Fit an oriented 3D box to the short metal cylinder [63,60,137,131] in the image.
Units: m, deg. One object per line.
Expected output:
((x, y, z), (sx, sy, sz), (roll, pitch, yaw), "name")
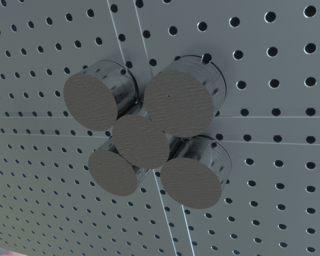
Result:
((-0.078, -0.042, 0.407), (0.080, 0.050, 0.079), (13, 124, 20), "short metal cylinder")

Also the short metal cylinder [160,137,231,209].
((0.047, 0.058, 0.404), (0.080, 0.050, 0.079), (13, 124, 20), "short metal cylinder")

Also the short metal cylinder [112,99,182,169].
((-0.015, 0.007, 0.405), (0.080, 0.050, 0.079), (13, 124, 20), "short metal cylinder")

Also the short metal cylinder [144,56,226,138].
((0.029, -0.036, 0.354), (0.080, 0.050, 0.079), (13, 124, 20), "short metal cylinder")

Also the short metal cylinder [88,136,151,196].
((-0.057, 0.053, 0.455), (0.080, 0.050, 0.079), (13, 124, 20), "short metal cylinder")
